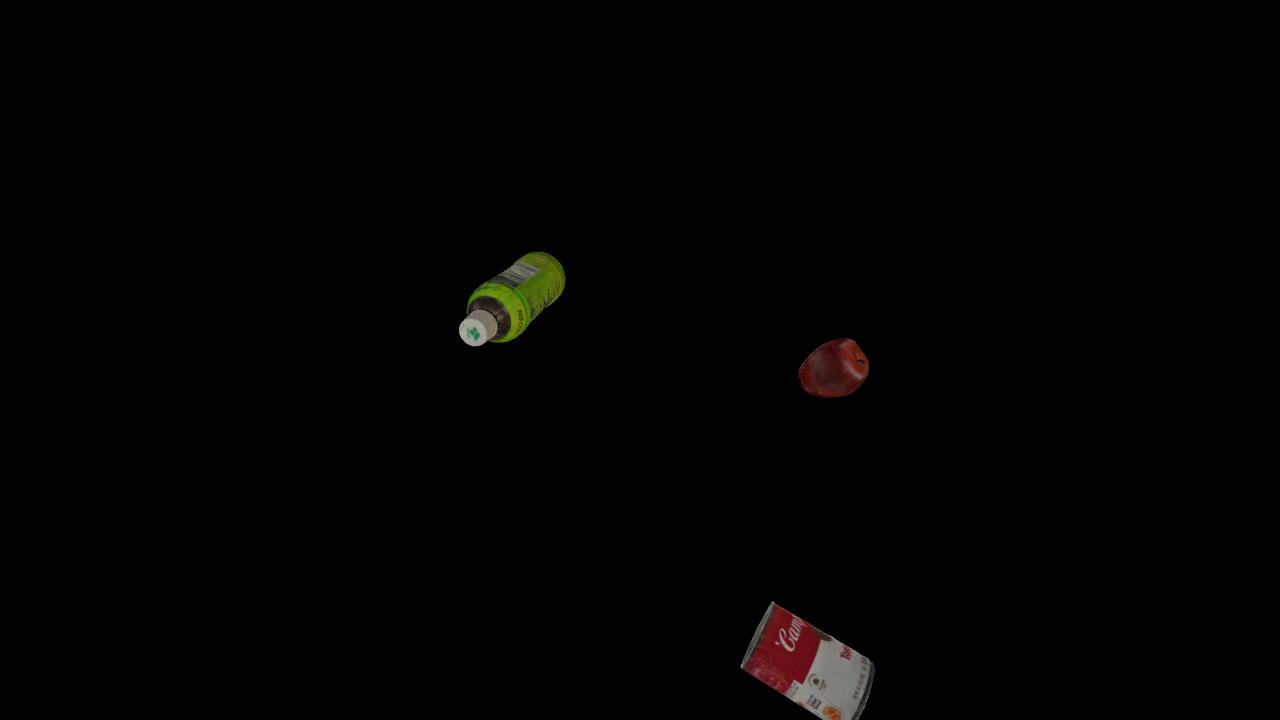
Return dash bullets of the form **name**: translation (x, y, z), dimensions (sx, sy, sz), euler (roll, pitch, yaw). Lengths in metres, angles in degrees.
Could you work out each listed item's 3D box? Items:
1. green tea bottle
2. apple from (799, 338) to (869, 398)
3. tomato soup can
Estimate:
- **green tea bottle**: translation (-0.147, -0.068, 0.703), dimensions (0.073, 0.073, 0.212), euler (0, 22, 13)
- **apple**: translation (0.255, 0.014, 0.810), dimensions (0.079, 0.079, 0.093), euler (0, -20, -39)
- **tomato soup can**: translation (0.152, 0.278, 0.560), dimensions (0.101, 0.068, 0.068), euler (27, 8, 17)
